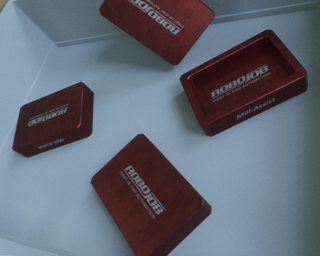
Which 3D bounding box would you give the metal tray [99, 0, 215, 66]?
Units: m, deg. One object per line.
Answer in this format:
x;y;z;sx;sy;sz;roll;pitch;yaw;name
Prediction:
-0.004;-0.159;0.423;0.090;0.130;0.030;-51;17;24;metal tray

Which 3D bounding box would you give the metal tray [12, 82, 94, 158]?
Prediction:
-0.171;-0.013;0.501;0.130;0.030;0.090;-18;55;17;metal tray

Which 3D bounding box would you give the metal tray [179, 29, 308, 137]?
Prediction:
0.099;-0.057;0.385;0.130;0.030;0.090;-27;52;11;metal tray

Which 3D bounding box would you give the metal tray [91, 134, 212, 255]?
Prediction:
-0.015;0.077;0.363;0.090;0.030;0.130;-43;51;-2;metal tray
